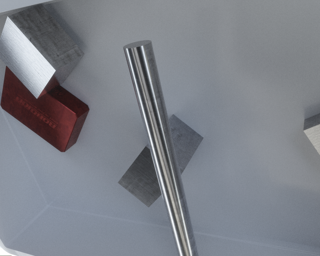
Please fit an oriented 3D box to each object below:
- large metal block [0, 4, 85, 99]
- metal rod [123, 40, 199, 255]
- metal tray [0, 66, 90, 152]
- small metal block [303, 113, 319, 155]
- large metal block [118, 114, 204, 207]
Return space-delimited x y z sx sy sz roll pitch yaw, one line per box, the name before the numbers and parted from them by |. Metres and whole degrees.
large metal block | -0.158 -0.097 0.405 0.080 0.050 0.080 50 138 -8
metal rod | 0.011 0.058 0.333 0.025 0.025 0.298 1 120 27
metal tray | -0.180 -0.032 0.478 0.130 0.030 0.089 36 129 4
small metal block | 0.184 0.006 0.316 0.050 0.025 0.050 -30 102 37
large metal block | 0.002 0.041 0.396 0.050 0.080 0.080 39 129 2
